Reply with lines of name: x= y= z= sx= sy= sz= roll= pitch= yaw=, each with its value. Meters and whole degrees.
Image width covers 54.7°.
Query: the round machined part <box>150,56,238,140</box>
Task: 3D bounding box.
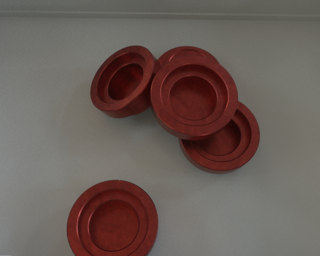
round machined part: x=0.038 y=-0.032 z=0.365 sx=0.099 sy=0.042 sz=0.098 roll=1 pitch=72 yaw=-3

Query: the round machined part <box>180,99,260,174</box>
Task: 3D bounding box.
round machined part: x=0.073 y=0.011 z=0.397 sx=0.099 sy=0.042 sz=0.098 roll=0 pitch=71 yaw=-1

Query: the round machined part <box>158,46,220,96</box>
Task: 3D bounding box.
round machined part: x=0.038 y=-0.073 z=0.427 sx=0.099 sy=0.042 sz=0.098 roll=0 pitch=70 yaw=0

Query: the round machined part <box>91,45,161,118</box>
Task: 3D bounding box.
round machined part: x=-0.039 y=-0.056 z=0.405 sx=0.098 sy=0.042 sz=0.098 roll=-16 pitch=57 yaw=26

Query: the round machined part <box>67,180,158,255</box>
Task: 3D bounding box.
round machined part: x=-0.052 y=0.112 z=0.354 sx=0.099 sy=0.042 sz=0.098 roll=1 pitch=61 yaw=-1
